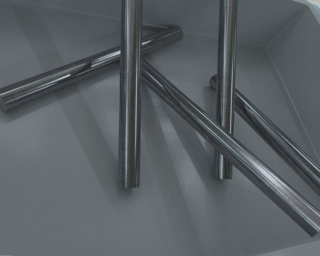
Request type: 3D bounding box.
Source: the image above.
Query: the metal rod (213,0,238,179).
[{"bbox_3d":[0.092,-0.081,0.427,0.025,0.025,0.298,6,84,-25],"label":"metal rod"}]

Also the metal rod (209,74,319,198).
[{"bbox_3d":[0.148,0.013,0.399,0.025,0.025,0.300,0,37,-28],"label":"metal rod"}]

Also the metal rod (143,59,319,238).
[{"bbox_3d":[0.064,0.005,0.375,0.025,0.025,0.300,-22,54,-36],"label":"metal rod"}]

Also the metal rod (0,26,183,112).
[{"bbox_3d":[-0.071,-0.093,0.423,0.302,0.025,0.025,-33,80,-38],"label":"metal rod"}]

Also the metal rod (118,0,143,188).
[{"bbox_3d":[-0.034,-0.082,0.360,0.025,0.025,0.298,3,85,-27],"label":"metal rod"}]
